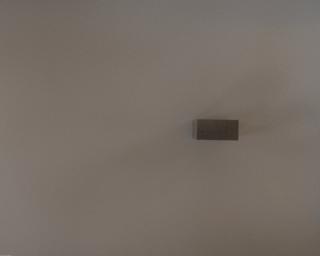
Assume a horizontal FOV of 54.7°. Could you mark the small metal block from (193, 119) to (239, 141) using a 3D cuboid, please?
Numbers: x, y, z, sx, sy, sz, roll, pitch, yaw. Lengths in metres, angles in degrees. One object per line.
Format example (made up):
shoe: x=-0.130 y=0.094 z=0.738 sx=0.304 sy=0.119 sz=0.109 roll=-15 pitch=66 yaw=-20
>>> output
small metal block: x=0.070 y=0.002 z=0.400 sx=0.050 sy=0.050 sz=0.025 roll=1 pitch=90 yaw=-1
